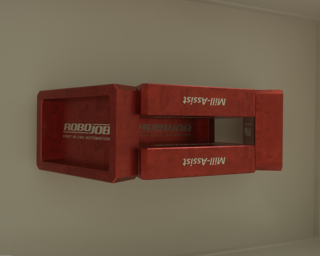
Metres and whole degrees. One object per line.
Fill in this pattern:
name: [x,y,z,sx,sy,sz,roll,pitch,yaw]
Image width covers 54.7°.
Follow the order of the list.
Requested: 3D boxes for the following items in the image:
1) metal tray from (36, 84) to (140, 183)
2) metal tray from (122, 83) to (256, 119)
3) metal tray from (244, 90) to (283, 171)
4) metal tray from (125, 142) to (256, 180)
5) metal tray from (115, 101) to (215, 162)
metal tray: [-0.080,0.004,0.325,0.030,0.130,0.089,0,91,-52]
metal tray: [0.030,-0.027,0.352,0.131,0.090,0.030,0,90,-20]
metal tray: [0.129,0.002,0.402,0.030,0.130,0.089,1,91,10]
metal tray: [0.029,0.034,0.353,0.131,0.090,0.030,0,90,-21]
metal tray: [0.008,0.003,0.409,0.131,0.030,0.089,0,90,-21]
